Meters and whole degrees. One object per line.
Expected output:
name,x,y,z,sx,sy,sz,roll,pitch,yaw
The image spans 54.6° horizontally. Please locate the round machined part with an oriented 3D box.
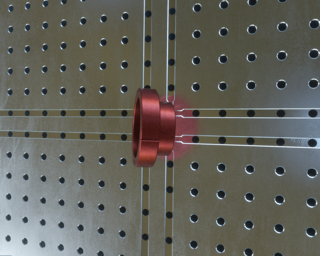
round machined part,-0.008,0.000,0.387,0.042,0.098,0.097,3,91,-11
